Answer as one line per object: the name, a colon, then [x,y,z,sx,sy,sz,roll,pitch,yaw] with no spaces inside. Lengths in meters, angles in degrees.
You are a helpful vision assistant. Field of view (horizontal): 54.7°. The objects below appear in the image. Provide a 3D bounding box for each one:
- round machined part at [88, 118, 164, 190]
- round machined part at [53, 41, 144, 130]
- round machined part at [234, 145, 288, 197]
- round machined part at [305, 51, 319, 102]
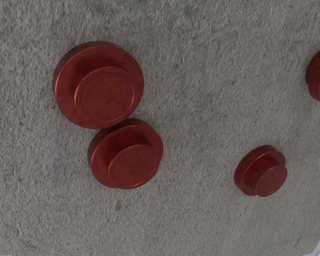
round machined part: [-0.039,0.040,0.399,0.099,0.042,0.097,-14,124,-21]
round machined part: [-0.062,-0.040,0.337,0.099,0.042,0.097,-14,124,-21]
round machined part: [0.184,0.082,0.547,0.099,0.042,0.097,-14,124,-21]
round machined part: [0.272,-0.089,0.489,0.099,0.042,0.097,-14,124,-21]
